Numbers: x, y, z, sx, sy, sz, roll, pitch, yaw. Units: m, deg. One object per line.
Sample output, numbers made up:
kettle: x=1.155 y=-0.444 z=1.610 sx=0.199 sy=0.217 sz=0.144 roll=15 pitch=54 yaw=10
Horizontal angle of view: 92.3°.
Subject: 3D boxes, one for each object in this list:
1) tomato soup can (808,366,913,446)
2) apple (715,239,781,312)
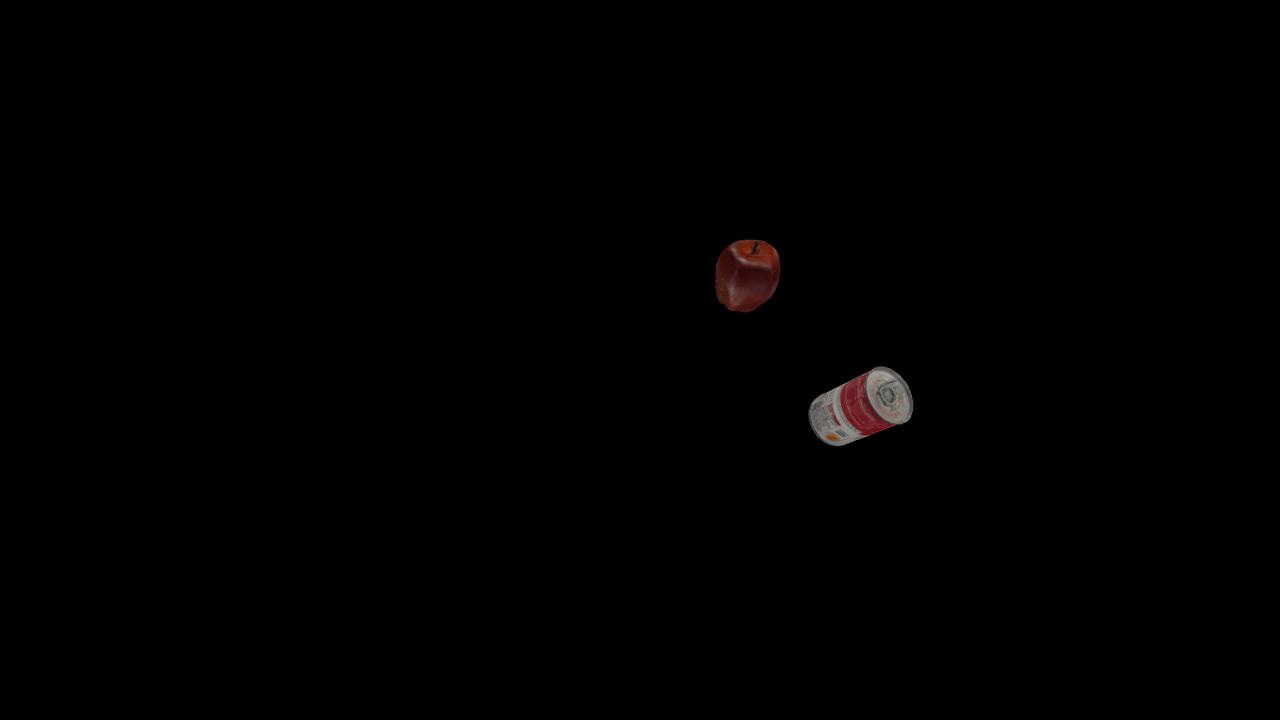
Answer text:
tomato soup can: x=0.253 y=0.057 z=0.713 sx=0.068 sy=0.068 sz=0.101 roll=0 pitch=-22 yaw=-26
apple: x=0.129 y=-0.102 z=0.740 sx=0.079 sy=0.079 sz=0.093 roll=6 pitch=-45 yaw=-6
